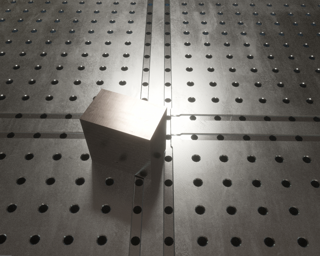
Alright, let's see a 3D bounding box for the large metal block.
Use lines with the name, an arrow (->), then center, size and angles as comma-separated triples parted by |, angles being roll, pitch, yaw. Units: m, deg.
large metal block -> -0.039, 0.009, 0.364 | 0.080, 0.080, 0.050 | 16, 52, 13
